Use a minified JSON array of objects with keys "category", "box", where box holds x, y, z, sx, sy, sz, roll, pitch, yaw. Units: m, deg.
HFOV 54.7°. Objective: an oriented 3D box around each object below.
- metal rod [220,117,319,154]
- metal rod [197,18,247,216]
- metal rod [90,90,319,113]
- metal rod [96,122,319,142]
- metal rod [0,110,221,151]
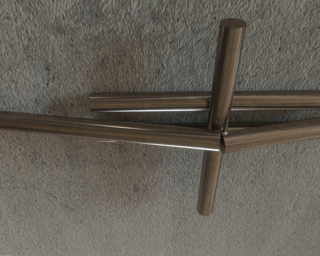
[{"category":"metal rod","box":[0.220,-0.005,0.375,0.302,0.025,0.025,-9,131,-6]},{"category":"metal rod","box":[0.070,0.014,0.389,0.025,0.025,0.298,0,130,0]},{"category":"metal rod","box":[0.067,-0.033,0.381,0.302,0.025,0.025,-1,130,0]},{"category":"metal rod","box":[0.067,0.005,0.413,0.302,0.025,0.025,-1,130,0]},{"category":"metal rod","box":[-0.080,0.001,0.375,0.302,0.025,0.025,5,131,7]}]
